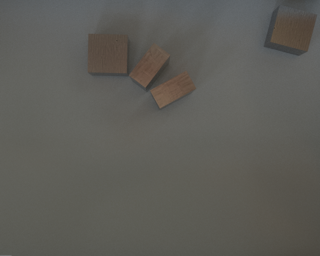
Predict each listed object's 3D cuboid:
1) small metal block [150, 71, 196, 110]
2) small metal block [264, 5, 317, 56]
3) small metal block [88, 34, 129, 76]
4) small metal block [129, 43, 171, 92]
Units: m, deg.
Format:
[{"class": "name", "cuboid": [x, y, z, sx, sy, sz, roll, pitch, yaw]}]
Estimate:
[{"class": "small metal block", "cuboid": [0.016, -0.047, 0.399, 0.050, 0.050, 0.025, -29, 90, 0]}, {"class": "small metal block", "cuboid": [0.173, -0.130, 0.414, 0.050, 0.025, 0.050, 14, 90, -1]}, {"class": "small metal block", "cuboid": [-0.067, -0.096, 0.410, 0.050, 0.025, 0.050, 1, 90, -1]}, {"class": "small metal block", "cuboid": [-0.013, -0.076, 0.399, 0.025, 0.050, 0.050, 37, 90, -1]}]
